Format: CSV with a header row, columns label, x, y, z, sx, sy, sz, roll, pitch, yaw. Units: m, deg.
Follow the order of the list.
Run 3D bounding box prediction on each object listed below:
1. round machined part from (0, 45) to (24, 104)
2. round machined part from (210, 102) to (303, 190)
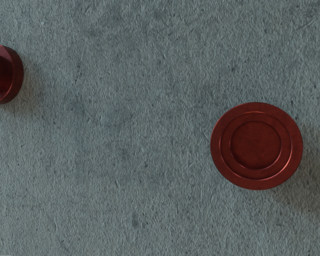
label,x,y,z,sx,sy,sz,roll,pitch,yaw
round machined part,-0.273,-0.088,0.496,0.098,0.042,0.097,0,90,20
round machined part,0.111,0.020,0.361,0.098,0.042,0.097,0,90,20
